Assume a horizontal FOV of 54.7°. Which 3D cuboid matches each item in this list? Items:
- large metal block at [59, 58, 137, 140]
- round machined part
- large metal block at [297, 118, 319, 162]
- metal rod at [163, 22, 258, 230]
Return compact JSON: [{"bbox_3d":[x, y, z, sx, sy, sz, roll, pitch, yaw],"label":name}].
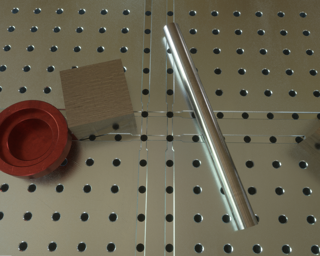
[{"bbox_3d":[-0.080,-0.037,0.411,0.081,0.050,0.080,-13,71,-5],"label":"large metal block"},{"bbox_3d":[-0.161,0.017,0.395,0.099,0.042,0.098,0,70,0],"label":"round machined part"},{"bbox_3d":[0.243,0.013,0.396,0.080,0.050,0.080,42,75,14],"label":"large metal block"},{"bbox_3d":[0.061,-0.016,0.417,0.025,0.025,0.299,-16,71,-6],"label":"metal rod"}]
